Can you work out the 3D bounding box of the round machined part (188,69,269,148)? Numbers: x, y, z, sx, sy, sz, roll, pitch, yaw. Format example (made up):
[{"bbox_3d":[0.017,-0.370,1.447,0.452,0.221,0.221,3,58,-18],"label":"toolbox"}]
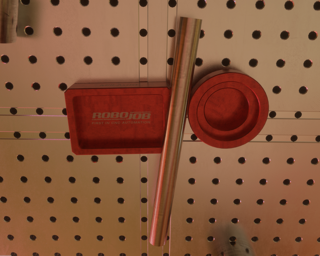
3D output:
[{"bbox_3d":[0.083,-0.027,0.395,0.099,0.042,0.097,0,110,0],"label":"round machined part"}]

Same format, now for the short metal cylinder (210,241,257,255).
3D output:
[{"bbox_3d":[0.120,0.227,0.485,0.081,0.050,0.079,0,110,0],"label":"short metal cylinder"}]

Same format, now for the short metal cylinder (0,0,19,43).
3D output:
[{"bbox_3d":[-0.198,-0.126,0.336,0.081,0.080,0.050,12,110,-5],"label":"short metal cylinder"}]

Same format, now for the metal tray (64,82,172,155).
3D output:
[{"bbox_3d":[-0.051,-0.012,0.405,0.131,0.030,0.089,-1,110,0],"label":"metal tray"}]

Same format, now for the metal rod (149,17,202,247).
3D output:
[{"bbox_3d":[0.015,0.019,0.387,0.025,0.025,0.298,7,109,-3],"label":"metal rod"}]
